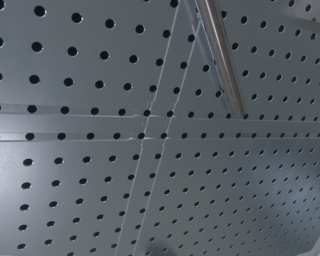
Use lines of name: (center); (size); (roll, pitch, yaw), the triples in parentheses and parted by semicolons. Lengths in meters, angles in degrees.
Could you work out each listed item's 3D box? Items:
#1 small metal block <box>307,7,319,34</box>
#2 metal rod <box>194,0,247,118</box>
small metal block: (0.248, -0.156, 0.434); (0.050, 0.050, 0.025); (-46, 129, 4)
metal rod: (0.062, -0.126, 0.367); (0.025, 0.025, 0.299); (-33, 129, -7)
